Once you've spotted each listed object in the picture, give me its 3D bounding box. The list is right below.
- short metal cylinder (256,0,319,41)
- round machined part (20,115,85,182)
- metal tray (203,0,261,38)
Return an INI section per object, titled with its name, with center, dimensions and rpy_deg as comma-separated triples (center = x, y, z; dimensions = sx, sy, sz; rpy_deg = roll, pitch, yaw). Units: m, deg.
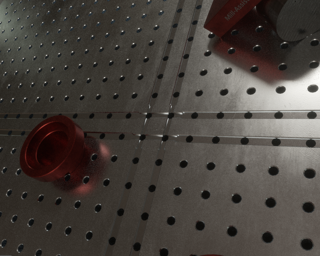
[short metal cylinder]
center = 0.167, -0.155, 0.380
dimensions = 0.080, 0.080, 0.050
rpy_deg = -29, 52, 9
[round machined part]
center = -0.151, 0.033, 0.454
dimensions = 0.098, 0.042, 0.098
rpy_deg = -13, 56, 20
[metal tray]
center = 0.113, -0.191, 0.412
dimensions = 0.130, 0.030, 0.090
rpy_deg = -32, 34, 65
